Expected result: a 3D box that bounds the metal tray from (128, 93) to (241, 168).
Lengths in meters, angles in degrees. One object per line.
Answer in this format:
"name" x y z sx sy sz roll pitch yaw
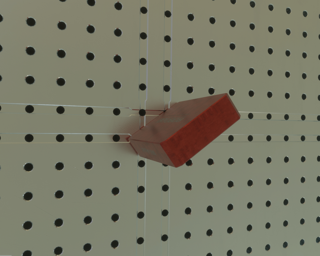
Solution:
"metal tray" 0.022 0.001 0.366 0.090 0.130 0.030 -36 102 -17
